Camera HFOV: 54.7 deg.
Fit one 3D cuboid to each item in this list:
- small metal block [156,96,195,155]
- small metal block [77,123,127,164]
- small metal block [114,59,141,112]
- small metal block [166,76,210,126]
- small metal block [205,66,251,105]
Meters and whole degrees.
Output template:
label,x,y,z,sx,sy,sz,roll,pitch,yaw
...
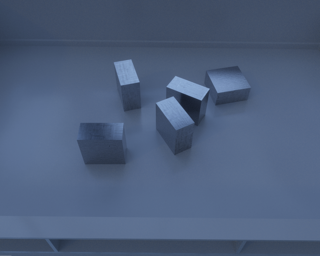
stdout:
label,x,y,z,sx,sy,sz,roll,pitch,yaw
small metal block,0.018,-0.003,0.391,0.025,0.050,0.050,-22,54,-18
small metal block,-0.068,0.019,0.372,0.050,0.050,0.025,0,50,0
small metal block,-0.046,-0.060,0.439,0.025,0.050,0.050,-12,51,-10
small metal block,0.036,-0.036,0.420,0.050,0.050,0.025,24,54,18
small metal block,0.099,-0.064,0.460,0.050,0.025,0.050,-10,51,-9
